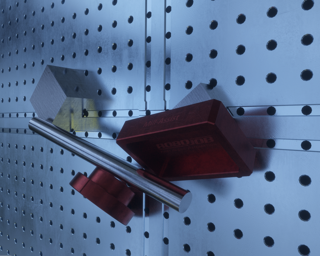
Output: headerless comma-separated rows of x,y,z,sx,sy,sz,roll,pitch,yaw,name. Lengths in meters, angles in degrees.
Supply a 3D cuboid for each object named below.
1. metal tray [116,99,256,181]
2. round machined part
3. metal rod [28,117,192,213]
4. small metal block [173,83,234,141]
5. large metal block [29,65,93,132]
0.027,0.021,0.344,0.130,0.090,0.030,-12,43,39,metal tray
-0.074,0.090,0.433,0.098,0.098,0.042,24,70,37,round machined part
-0.088,0.038,0.422,0.300,0.025,0.025,21,103,34,metal rod
0.050,-0.017,0.367,0.050,0.025,0.050,-42,65,31,small metal block
-0.171,-0.049,0.531,0.080,0.050,0.080,-52,60,27,large metal block
